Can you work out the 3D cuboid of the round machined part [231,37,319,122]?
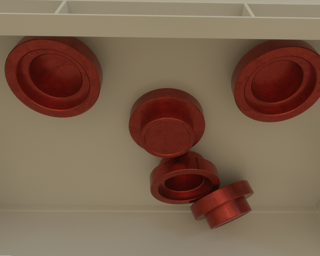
[{"bbox_3d":[0.130,-0.057,0.351,0.099,0.042,0.097,0,130,0],"label":"round machined part"}]

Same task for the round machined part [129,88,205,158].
[{"bbox_3d":[0.009,0.001,0.399,0.099,0.042,0.097,0,130,0],"label":"round machined part"}]

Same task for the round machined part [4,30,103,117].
[{"bbox_3d":[-0.113,-0.062,0.344,0.099,0.042,0.097,0,130,0],"label":"round machined part"}]

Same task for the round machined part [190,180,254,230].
[{"bbox_3d":[0.099,0.121,0.472,0.099,0.042,0.098,-21,156,-10],"label":"round machined part"}]

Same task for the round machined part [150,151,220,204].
[{"bbox_3d":[0.034,0.069,0.450,0.099,0.042,0.097,-3,139,-3],"label":"round machined part"}]
